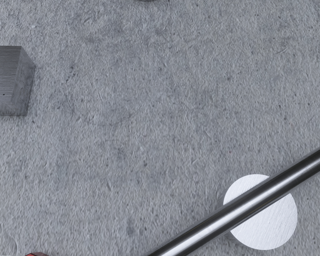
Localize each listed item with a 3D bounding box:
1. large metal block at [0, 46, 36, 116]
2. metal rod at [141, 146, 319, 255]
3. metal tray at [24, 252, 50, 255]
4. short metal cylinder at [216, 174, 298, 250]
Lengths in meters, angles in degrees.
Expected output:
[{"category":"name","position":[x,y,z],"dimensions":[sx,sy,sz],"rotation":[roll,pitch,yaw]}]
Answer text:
[{"category":"large metal block","position":[-0.223,-0.063,0.416],"dimensions":[0.081,0.050,0.080],"rotation":[1,70,0]},{"category":"metal rod","position":[0.072,0.092,0.322],"dimensions":[0.302,0.025,0.025],"rotation":[-28,73,-10]},{"category":"metal tray","position":[-0.127,0.212,0.327],"dimensions":[0.090,0.030,0.130],"rotation":[19,71,7]},{"category":"short metal cylinder","position":[0.109,0.098,0.360],"dimensions":[0.081,0.050,0.080],"rotation":[0,70,0]}]
